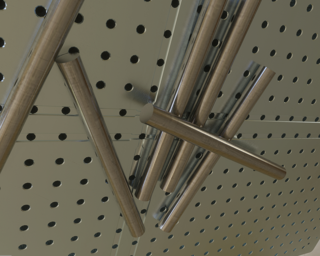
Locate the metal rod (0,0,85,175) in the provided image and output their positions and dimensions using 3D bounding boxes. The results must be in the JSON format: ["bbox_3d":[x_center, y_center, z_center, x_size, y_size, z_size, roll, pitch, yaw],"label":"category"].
[{"bbox_3d":[-0.138,-0.034,0.314,0.025,0.025,0.299,21,107,-36],"label":"metal rod"}]

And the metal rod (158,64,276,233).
[{"bbox_3d":[0.081,0.040,0.479,0.025,0.025,0.299,20,108,-36],"label":"metal rod"}]

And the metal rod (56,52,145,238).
[{"bbox_3d":[-0.065,0.045,0.403,0.025,0.025,0.299,-24,127,-14],"label":"metal rod"}]

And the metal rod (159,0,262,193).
[{"bbox_3d":[0.063,-0.039,0.420,0.025,0.025,0.298,9,114,-32],"label":"metal rod"}]

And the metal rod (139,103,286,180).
[{"bbox_3d":[0.096,0.030,0.447,0.302,0.025,0.025,23,106,-37],"label":"metal rod"}]

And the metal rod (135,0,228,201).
[{"bbox_3d":[0.022,-0.030,0.403,0.025,0.025,0.298,6,115,-31],"label":"metal rod"}]
